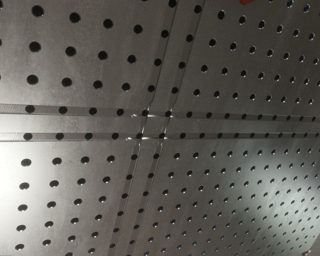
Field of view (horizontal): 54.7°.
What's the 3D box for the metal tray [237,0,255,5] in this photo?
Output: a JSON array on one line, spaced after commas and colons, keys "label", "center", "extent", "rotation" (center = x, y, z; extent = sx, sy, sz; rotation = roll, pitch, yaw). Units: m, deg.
[{"label": "metal tray", "center": [0.114, -0.204, 0.316], "extent": [0.090, 0.030, 0.130], "rotation": [-28, 146, -4]}]
